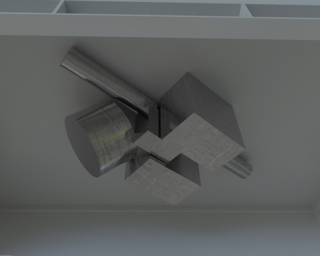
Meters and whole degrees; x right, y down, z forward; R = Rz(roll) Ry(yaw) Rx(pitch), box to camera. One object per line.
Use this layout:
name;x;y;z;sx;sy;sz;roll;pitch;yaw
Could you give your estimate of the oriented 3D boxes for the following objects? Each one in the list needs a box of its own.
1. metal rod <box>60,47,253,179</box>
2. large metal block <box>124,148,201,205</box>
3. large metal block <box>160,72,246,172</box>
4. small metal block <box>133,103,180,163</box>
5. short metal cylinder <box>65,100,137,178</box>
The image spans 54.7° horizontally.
metal rod;0.013;-0.007;0.403;0.301;0.025;0.025;32;123;-25
large metal block;0.004;0.042;0.408;0.080;0.080;0.050;32;123;-25
large metal block;0.048;-0.007;0.367;0.080;0.080;0.050;33;123;-25
small metal block;-0.002;0.006;0.366;0.050;0.050;0.025;33;122;-25
short metal cylinder;-0.072;0.012;0.373;0.050;0.080;0.079;-28;138;-30
